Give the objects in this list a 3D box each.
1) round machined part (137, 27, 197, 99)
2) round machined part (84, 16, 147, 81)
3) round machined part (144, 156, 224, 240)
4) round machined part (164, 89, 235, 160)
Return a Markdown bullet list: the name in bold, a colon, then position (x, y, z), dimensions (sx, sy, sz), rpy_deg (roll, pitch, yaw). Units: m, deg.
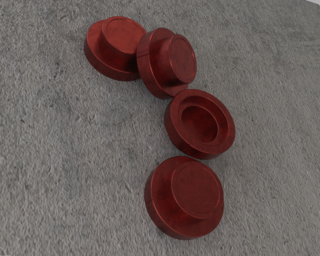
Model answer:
- **round machined part**: position (0.016, -0.091, 0.428), dimensions (0.099, 0.042, 0.098), rpy_deg (14, 73, -51)
- **round machined part**: position (-0.053, -0.118, 0.436), dimensions (0.099, 0.042, 0.098), rpy_deg (14, 56, -21)
- **round machined part**: position (0.035, 0.077, 0.364), dimensions (0.099, 0.042, 0.098), rpy_deg (14, 56, -21)
- **round machined part**: position (0.049, -0.001, 0.420), dimensions (0.099, 0.042, 0.098), rpy_deg (14, 56, -21)
